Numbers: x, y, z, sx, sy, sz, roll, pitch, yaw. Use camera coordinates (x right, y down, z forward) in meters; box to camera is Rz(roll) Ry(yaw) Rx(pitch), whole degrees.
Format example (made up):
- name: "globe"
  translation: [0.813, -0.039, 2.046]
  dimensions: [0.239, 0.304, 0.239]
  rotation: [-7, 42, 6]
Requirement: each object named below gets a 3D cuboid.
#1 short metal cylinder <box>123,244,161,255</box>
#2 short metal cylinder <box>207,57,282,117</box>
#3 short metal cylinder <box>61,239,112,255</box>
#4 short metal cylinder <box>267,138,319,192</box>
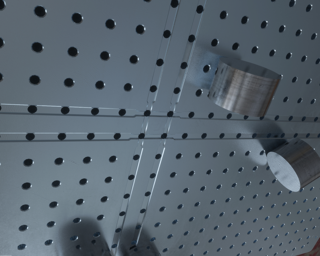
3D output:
- name: "short metal cylinder"
  translation: [-0.029, 0.249, 0.533]
  dimensions: [0.081, 0.050, 0.079]
  rotation: [-14, 124, -21]
- name: "short metal cylinder"
  translation: [0.108, -0.054, 0.401]
  dimensions: [0.081, 0.080, 0.050]
  rotation: [1, 118, -29]
- name: "short metal cylinder"
  translation: [-0.109, 0.217, 0.470]
  dimensions: [0.081, 0.050, 0.079]
  rotation: [-14, 124, -21]
- name: "short metal cylinder"
  translation: [0.236, 0.064, 0.544]
  dimensions: [0.050, 0.080, 0.080]
  rotation: [-29, 128, -10]
